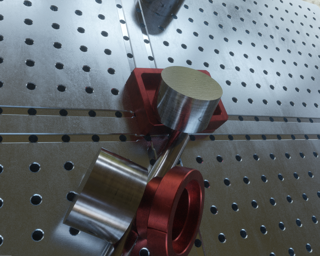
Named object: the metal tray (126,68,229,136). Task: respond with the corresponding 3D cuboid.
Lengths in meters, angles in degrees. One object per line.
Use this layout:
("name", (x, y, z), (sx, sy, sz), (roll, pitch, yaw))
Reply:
("metal tray", (0.026, -0.040, 0.442), (0.131, 0.030, 0.090), (-4, 64, -30))

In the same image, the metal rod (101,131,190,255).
("metal rod", (-0.034, 0.110, 0.322), (0.025, 0.025, 0.301), (36, 51, -5))

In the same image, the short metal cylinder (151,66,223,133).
("short metal cylinder", (0.033, -0.038, 0.399), (0.081, 0.050, 0.080), (13, 35, -9))

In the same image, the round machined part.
("round machined part", (0.010, 0.088, 0.326), (0.042, 0.098, 0.098), (8, 46, 27))

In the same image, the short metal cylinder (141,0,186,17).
("short metal cylinder", (0.010, -0.245, 0.546), (0.081, 0.050, 0.080), (14, 56, -21))

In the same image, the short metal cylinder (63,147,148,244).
("short metal cylinder", (-0.053, 0.065, 0.305), (0.050, 0.080, 0.080), (27, 52, -11))
